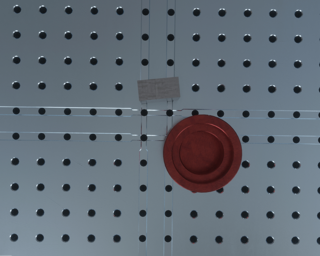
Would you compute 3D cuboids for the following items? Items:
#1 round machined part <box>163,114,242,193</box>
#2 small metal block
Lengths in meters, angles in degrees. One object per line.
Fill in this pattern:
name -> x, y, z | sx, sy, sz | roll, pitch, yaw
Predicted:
round machined part -> 0.053, 0.032, 0.405 | 0.099, 0.042, 0.097 | 0, 90, 0
small metal block -> -0.001, -0.048, 0.401 | 0.050, 0.050, 0.025 | -6, 90, 0
